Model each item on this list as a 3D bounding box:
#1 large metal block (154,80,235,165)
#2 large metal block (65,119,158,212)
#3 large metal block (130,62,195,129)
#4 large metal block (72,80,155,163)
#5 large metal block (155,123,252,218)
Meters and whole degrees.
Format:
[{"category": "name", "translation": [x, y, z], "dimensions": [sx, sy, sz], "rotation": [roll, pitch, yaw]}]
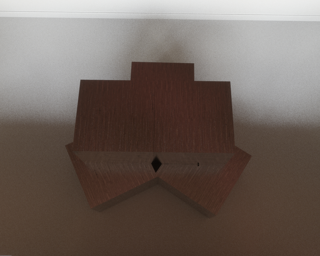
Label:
[{"category": "large metal block", "translation": [0.035, -0.005, 0.342], "dimensions": [0.080, 0.050, 0.080], "rotation": [1, 70, 0]}, {"category": "large metal block", "translation": [-0.057, 0.046, 0.377], "dimensions": [0.080, 0.050, 0.080], "rotation": [-25, 72, -9]}, {"category": "large metal block", "translation": [0.003, -0.039, 0.409], "dimensions": [0.080, 0.050, 0.080], "rotation": [2, 70, 0]}, {"category": "large metal block", "translation": [-0.046, -0.006, 0.343], "dimensions": [0.080, 0.050, 0.080], "rotation": [1, 70, 0]}, {"category": "large metal block", "translation": [0.050, 0.051, 0.375], "dimensions": [0.080, 0.050, 0.080], "rotation": [32, 73, 11]}]
